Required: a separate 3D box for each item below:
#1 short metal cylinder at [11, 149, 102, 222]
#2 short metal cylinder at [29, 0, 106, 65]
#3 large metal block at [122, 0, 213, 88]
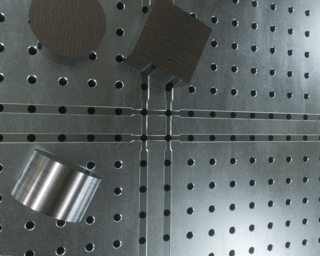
[{"bbox_3d":[-0.112,0.063,0.342,0.080,0.080,0.050,28,81,-18],"label":"short metal cylinder"},{"bbox_3d":[-0.107,-0.118,0.360,0.081,0.050,0.079,0,90,-20],"label":"short metal cylinder"},{"bbox_3d":[0.009,-0.108,0.402,0.080,0.050,0.080,26,82,-18],"label":"large metal block"}]
